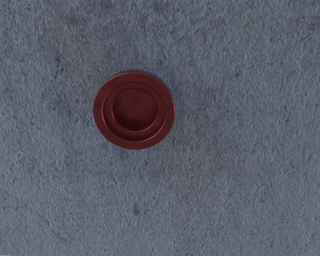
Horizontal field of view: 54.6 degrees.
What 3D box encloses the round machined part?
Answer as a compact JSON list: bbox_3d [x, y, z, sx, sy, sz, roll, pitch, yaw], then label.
[{"bbox_3d":[-0.031,-0.025,0.391,0.099,0.042,0.097,0,110,0],"label":"round machined part"}]
